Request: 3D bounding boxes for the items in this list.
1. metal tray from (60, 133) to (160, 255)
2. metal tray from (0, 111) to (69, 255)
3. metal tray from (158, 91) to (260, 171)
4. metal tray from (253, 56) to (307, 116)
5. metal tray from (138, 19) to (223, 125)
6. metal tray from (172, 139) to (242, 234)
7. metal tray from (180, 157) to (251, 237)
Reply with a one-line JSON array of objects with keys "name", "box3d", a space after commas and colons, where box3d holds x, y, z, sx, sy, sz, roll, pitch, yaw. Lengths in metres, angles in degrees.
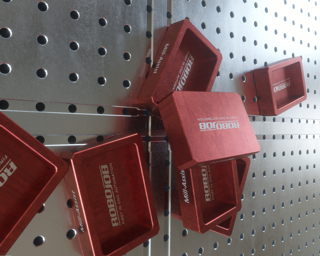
[{"name": "metal tray", "box3d": [-0.054, 0.079, 0.359, 0.091, 0.030, 0.129, -18, 101, -38]}, {"name": "metal tray", "box3d": [-0.157, 0.060, 0.273, 0.090, 0.030, 0.130, 47, 62, -30]}, {"name": "metal tray", "box3d": [0.067, -0.001, 0.400, 0.131, 0.030, 0.090, -4, 70, -40]}, {"name": "metal tray", "box3d": [0.236, -0.083, 0.601, 0.131, 0.030, 0.090, -23, 104, -38]}, {"name": "metal tray", "box3d": [0.033, -0.071, 0.431, 0.090, 0.030, 0.130, 34, 69, -35]}, {"name": "metal tray", "box3d": [0.065, 0.063, 0.419, 0.091, 0.030, 0.129, -15, 100, -39]}, {"name": "metal tray", "box3d": [0.089, 0.091, 0.479, 0.090, 0.030, 0.130, 31, 71, -36]}]
